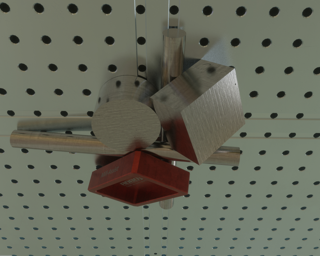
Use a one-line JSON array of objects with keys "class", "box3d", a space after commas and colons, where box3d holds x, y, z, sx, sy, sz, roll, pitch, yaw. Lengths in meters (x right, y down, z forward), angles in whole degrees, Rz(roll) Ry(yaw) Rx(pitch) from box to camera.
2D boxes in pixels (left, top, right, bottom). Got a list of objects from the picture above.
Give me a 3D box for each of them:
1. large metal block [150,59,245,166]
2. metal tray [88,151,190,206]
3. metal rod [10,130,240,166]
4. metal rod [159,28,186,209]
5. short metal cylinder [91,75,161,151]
[{"class": "large metal block", "box3d": [0.046, -0.019, 0.353, 0.080, 0.050, 0.080, -39, 131, -20]}, {"class": "metal tray", "box3d": [-0.033, 0.077, 0.440, 0.090, 0.030, 0.130, 27, 146, -28]}, {"class": "metal rod", "box3d": [-0.049, 0.026, 0.411, 0.302, 0.025, 0.025, 4, 130, 5]}, {"class": "metal rod", "box3d": [0.013, 0.013, 0.423, 0.025, 0.025, 0.298, 0, 131, -1]}, {"class": "short metal cylinder", "box3d": [-0.039, -0.017, 0.380, 0.081, 0.050, 0.079, 0, 130, 0]}]
